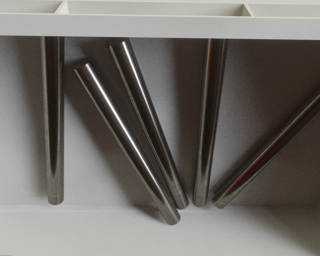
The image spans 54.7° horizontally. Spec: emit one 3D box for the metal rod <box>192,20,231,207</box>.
[{"bbox_3d":[0.063,0.007,0.415,0.025,0.025,0.298,-1,130,0],"label":"metal rod"}]

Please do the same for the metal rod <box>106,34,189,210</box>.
[{"bbox_3d":[-0.005,0.016,0.422,0.025,0.025,0.299,-12,129,10],"label":"metal rod"}]

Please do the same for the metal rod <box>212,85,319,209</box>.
[{"bbox_3d":[0.162,0.021,0.428,0.025,0.025,0.298,20,127,-17],"label":"metal rod"}]

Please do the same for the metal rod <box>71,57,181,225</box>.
[{"bbox_3d":[-0.033,0.039,0.429,0.025,0.025,0.299,-17,125,14],"label":"metal rod"}]

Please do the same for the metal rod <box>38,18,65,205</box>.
[{"bbox_3d":[-0.140,0.004,0.410,0.025,0.025,0.298,9,130,-8],"label":"metal rod"}]
